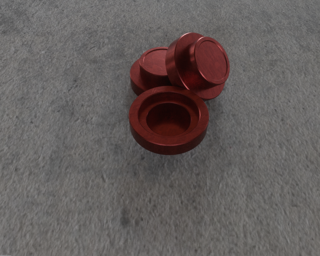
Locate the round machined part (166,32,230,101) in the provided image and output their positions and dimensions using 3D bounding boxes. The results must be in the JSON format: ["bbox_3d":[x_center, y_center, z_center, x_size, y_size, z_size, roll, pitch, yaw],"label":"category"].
[{"bbox_3d":[0.059,-0.087,0.431,0.099,0.042,0.098,10,73,-36],"label":"round machined part"}]

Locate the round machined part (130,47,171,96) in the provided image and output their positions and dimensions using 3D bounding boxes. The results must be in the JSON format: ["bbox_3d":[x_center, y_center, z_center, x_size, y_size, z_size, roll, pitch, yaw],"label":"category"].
[{"bbox_3d":[0.004,-0.085,0.464,0.099,0.042,0.098,0,50,0],"label":"round machined part"}]

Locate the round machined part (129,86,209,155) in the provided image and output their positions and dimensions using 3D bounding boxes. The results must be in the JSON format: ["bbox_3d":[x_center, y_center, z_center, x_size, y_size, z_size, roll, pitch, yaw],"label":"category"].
[{"bbox_3d":[0.011,-0.005,0.396,0.099,0.042,0.098,0,51,0],"label":"round machined part"}]
